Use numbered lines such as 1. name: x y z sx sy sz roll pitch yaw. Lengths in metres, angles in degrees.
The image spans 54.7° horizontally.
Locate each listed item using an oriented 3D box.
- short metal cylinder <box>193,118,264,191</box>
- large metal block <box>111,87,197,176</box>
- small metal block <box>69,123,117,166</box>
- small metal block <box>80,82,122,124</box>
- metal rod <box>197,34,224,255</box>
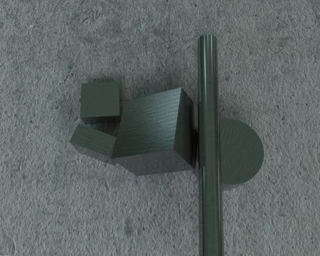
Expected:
1. short metal cylinder: 0.080 0.034 0.383 0.081 0.050 0.080 0 70 -1
2. large metal block: -0.002 0.007 0.366 0.080 0.050 0.080 -11 53 30
3. small metal block: -0.078 0.022 0.386 0.050 0.050 0.025 20 72 7
4. small metal block: -0.079 -0.034 0.420 0.050 0.025 0.050 -3 70 -2
5. metal rod: 0.055 0.028 0.345 0.025 0.025 0.299 2 70 0
